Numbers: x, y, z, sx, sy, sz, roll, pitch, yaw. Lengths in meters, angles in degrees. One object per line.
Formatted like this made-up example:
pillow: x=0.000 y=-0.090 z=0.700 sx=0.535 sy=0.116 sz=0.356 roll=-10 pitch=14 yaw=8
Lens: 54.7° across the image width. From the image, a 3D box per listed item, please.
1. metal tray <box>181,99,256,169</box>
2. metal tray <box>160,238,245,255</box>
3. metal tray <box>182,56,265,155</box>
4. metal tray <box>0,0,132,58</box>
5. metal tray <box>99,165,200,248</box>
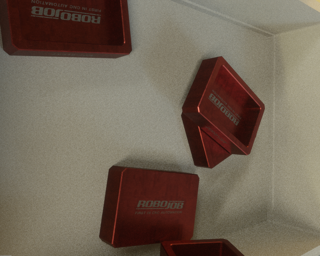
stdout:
metal tray: x=0.097 y=-0.004 z=0.488 sx=0.131 sy=0.030 sz=0.089 roll=-26 pitch=107 yaw=-37
metal tray: x=0.058 y=0.162 z=0.334 sx=0.091 sy=0.130 sz=0.030 roll=3 pitch=94 yaw=-14
metal tray: x=0.097 y=-0.028 z=0.446 sx=0.130 sy=0.030 sz=0.090 roll=37 pitch=67 yaw=-34
metal tray: x=-0.095 y=-0.122 z=0.324 sx=0.131 sy=0.030 sz=0.089 roll=-9 pitch=96 yaw=-40
metal tray: x=-0.008 y=0.099 z=0.399 sx=0.131 sy=0.030 sz=0.090 roll=12 pitch=82 yaw=-40
